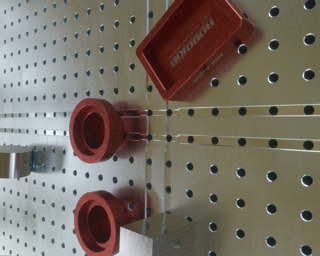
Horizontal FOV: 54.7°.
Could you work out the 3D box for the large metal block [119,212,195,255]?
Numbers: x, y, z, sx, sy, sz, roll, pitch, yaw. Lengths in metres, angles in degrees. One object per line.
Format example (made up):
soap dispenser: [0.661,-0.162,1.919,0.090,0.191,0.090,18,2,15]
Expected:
large metal block: [-0.003,0.156,0.376,0.050,0.081,0.079,5,93,40]

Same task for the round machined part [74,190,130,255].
round machined part: [-0.083,0.143,0.467,0.098,0.042,0.097,0,90,40]

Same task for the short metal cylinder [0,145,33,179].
short metal cylinder: [-0.302,0.066,0.623,0.080,0.081,0.050,11,97,39]

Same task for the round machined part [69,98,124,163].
round machined part: [-0.093,0.004,0.476,0.098,0.042,0.097,0,90,40]

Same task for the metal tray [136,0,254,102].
metal tray: [0.035,-0.105,0.377,0.129,0.030,0.090,-44,64,31]
